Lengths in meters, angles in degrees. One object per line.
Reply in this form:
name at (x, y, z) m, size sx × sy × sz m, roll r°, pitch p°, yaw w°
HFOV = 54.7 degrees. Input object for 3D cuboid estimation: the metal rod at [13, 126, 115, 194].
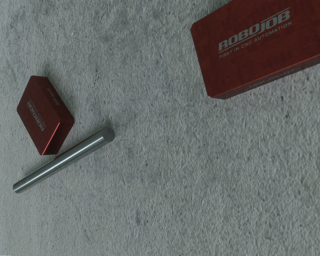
metal rod at (-0.185, 0.066, 0.554) m, size 0.299 × 0.025 × 0.025 m, roll -28°, pitch 73°, yaw 36°

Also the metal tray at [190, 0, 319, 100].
metal tray at (0.101, -0.092, 0.318) m, size 0.130 × 0.030 × 0.090 m, roll -21°, pitch 77°, yaw 37°

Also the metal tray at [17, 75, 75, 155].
metal tray at (-0.216, -0.024, 0.577) m, size 0.130 × 0.030 × 0.090 m, roll 51°, pitch 119°, yaw 27°
